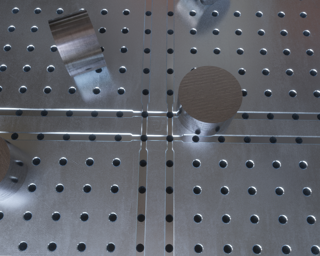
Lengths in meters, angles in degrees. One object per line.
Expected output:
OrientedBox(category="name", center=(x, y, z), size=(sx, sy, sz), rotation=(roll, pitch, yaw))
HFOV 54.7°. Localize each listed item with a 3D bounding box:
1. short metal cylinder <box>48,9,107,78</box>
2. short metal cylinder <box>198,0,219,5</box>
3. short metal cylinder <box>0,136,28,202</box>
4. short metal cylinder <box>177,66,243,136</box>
OrientedBox(category="short metal cylinder", center=(-0.111, -0.115, 0.424), size=(0.050, 0.080, 0.080), rotation=(-21, 72, -7))
OrientedBox(category="short metal cylinder", center=(0.076, -0.236, 0.469), size=(0.080, 0.080, 0.050), rotation=(-35, 74, -12))
OrientedBox(category="short metal cylinder", center=(-0.213, 0.049, 0.379), size=(0.081, 0.050, 0.080), rotation=(0, 70, 0))
OrientedBox(category="short metal cylinder", center=(0.063, -0.035, 0.411), size=(0.081, 0.050, 0.080), rotation=(0, 70, 0))
